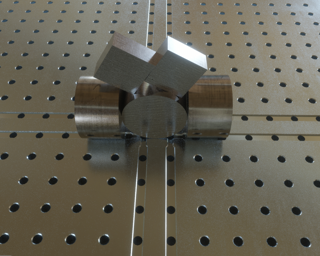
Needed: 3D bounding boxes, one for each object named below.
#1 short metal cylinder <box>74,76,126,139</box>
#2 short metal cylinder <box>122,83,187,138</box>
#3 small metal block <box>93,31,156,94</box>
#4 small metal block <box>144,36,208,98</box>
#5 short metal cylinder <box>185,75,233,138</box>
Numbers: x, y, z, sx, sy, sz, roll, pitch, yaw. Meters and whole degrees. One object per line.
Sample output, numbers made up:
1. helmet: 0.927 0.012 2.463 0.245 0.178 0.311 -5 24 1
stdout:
1. short metal cylinder: -0.072 -0.026 0.392 0.050 0.080 0.080 1 50 1
2. short metal cylinder: -0.006 -0.031 0.397 0.080 0.080 0.050 1 50 1
3. small metal block: -0.039 -0.071 0.345 0.050 0.050 0.025 22 46 -23
4. small metal block: 0.017 -0.067 0.348 0.050 0.050 0.025 21 46 -23
5. short metal cylinder: 0.059 -0.027 0.394 0.050 0.080 0.080 0 50 1
